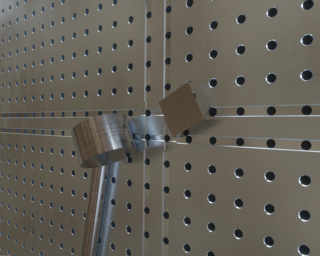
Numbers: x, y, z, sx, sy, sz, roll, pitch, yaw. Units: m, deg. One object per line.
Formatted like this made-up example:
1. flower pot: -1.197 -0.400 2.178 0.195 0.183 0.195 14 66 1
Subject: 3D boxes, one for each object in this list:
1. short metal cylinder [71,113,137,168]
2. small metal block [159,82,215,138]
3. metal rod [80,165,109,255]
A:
1. short metal cylinder: -0.078 0.019 0.436 0.080 0.081 0.050 -31 71 35
2. small metal block: 0.032 -0.021 0.381 0.050 0.025 0.050 -32 70 35
3. metal rod: -0.113 0.186 0.499 0.025 0.025 0.298 15 100 38
